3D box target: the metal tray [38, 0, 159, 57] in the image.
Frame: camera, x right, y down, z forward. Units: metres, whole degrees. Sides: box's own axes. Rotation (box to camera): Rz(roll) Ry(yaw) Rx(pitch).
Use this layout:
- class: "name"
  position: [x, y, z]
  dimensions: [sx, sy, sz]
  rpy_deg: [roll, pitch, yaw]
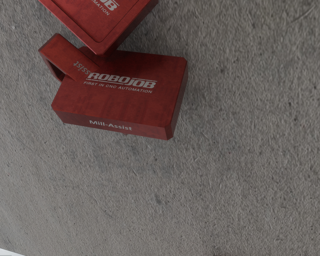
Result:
- class: "metal tray"
  position: [-0.077, -0.150, 0.323]
  dimensions: [0.130, 0.030, 0.090]
  rpy_deg: [43, 97, -2]

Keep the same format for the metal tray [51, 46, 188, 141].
- class: "metal tray"
  position: [-0.041, -0.042, 0.344]
  dimensions: [0.131, 0.090, 0.030]
  rpy_deg: [9, 153, 12]

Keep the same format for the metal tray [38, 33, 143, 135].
- class: "metal tray"
  position: [-0.081, -0.049, 0.384]
  dimensions: [0.130, 0.030, 0.090]
  rpy_deg: [39, 167, 1]
